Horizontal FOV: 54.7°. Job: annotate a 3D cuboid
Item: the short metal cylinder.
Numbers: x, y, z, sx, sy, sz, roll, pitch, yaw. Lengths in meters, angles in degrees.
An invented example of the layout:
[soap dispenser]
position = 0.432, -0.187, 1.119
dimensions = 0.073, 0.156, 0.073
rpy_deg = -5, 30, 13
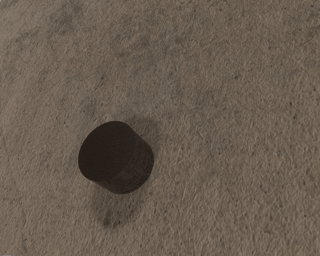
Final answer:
[short metal cylinder]
position = -0.055, 0.038, 0.392
dimensions = 0.080, 0.050, 0.080
rpy_deg = -13, 56, 20
